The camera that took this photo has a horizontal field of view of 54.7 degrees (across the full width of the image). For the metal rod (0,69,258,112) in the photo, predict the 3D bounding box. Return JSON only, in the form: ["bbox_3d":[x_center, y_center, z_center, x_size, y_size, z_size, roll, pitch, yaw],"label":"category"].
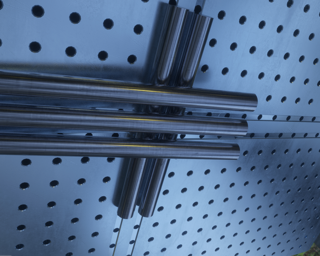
[{"bbox_3d":[-0.022,-0.039,0.350,0.303,0.025,0.025,2,118,-21],"label":"metal rod"}]

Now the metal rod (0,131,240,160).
[{"bbox_3d":[-0.036,0.024,0.381,0.303,0.025,0.025,4,117,-21],"label":"metal rod"}]

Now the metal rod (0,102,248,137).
[{"bbox_3d":[-0.029,-0.007,0.365,0.303,0.025,0.025,3,117,-21],"label":"metal rod"}]

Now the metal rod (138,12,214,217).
[{"bbox_3d":[0.014,0.000,0.421,0.025,0.025,0.298,1,118,-29],"label":"metal rod"}]

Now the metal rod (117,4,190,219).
[{"bbox_3d":[-0.016,-0.003,0.402,0.025,0.025,0.298,1,118,-29],"label":"metal rod"}]
